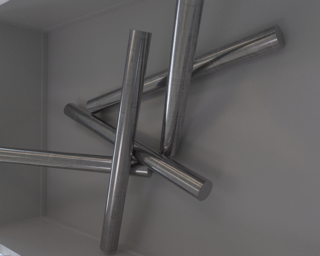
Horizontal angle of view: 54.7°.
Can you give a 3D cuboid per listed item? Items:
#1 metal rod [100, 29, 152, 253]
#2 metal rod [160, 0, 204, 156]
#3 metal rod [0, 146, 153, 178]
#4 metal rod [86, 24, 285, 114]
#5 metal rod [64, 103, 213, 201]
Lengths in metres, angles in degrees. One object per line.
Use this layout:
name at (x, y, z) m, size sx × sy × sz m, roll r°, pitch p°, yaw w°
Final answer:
metal rod at (-0.047, 0.030, 0.395) m, size 0.025 × 0.025 × 0.298 m, roll 25°, pitch 112°, yaw 37°
metal rod at (0.024, -0.085, 0.303) m, size 0.025 × 0.025 × 0.298 m, roll 39°, pitch 141°, yaw 33°
metal rod at (-0.157, 0.047, 0.462) m, size 0.301 × 0.025 × 0.025 m, roll 3°, pitch 92°, yaw 16°
metal rod at (0.006, -0.063, 0.401) m, size 0.300 × 0.025 × 0.025 m, roll -14°, pitch 81°, yaw 39°
metal rod at (-0.052, 0.019, 0.437) m, size 0.300 × 0.025 × 0.025 m, roll 26°, pitch 107°, yaw 41°
